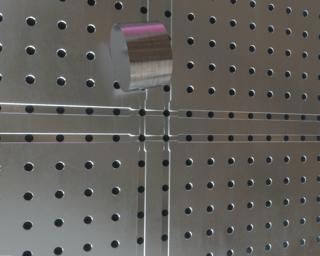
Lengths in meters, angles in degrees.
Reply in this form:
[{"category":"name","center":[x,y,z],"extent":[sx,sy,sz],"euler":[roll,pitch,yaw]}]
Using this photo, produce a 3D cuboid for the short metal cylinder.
[{"category":"short metal cylinder","center":[-0.025,-0.087,0.375],"extent":[0.050,0.080,0.079],"euler":[-12,94,-20]}]
